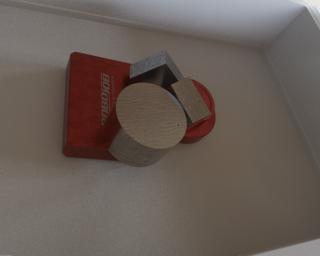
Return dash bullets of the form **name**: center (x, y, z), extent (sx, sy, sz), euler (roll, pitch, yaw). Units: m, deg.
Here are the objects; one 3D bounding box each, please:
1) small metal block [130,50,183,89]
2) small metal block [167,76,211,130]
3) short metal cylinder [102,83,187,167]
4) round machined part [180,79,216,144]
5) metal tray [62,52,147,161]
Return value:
- **small metal block**: center (-0.003, -0.065, 0.394), extent (0.050, 0.050, 0.025), euler (47, 32, -46)
- **small metal block**: center (0.030, -0.026, 0.371), extent (0.025, 0.050, 0.050), euler (-27, 83, -18)
- **short metal cylinder**: center (-0.018, -0.003, 0.342), extent (0.081, 0.050, 0.080), euler (14, 56, -21)
- **round machined part**: center (0.037, -0.031, 0.432), extent (0.099, 0.042, 0.098), euler (14, 56, -21)
- **metal tray**: center (-0.068, -0.027, 0.378), extent (0.091, 0.030, 0.130), euler (8, 58, -25)
